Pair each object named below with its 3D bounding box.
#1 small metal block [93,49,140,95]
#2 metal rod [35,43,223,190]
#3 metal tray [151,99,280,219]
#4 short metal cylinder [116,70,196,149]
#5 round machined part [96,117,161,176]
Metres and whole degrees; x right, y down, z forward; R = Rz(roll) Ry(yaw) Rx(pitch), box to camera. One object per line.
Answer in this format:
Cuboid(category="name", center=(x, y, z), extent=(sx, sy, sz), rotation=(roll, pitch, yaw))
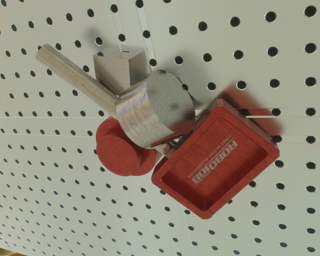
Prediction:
Cuboid(category="small metal block", center=(-0.054, -0.070, 0.395), extent=(0.050, 0.025, 0.050), rotation=(12, 124, 21))
Cuboid(category="metal rod", center=(-0.026, -0.003, 0.400), extent=(0.301, 0.025, 0.025), rotation=(38, 129, -8))
Cuboid(category="metal tray", center=(0.063, 0.041, 0.372), extent=(0.090, 0.030, 0.129), rotation=(37, 114, -7))
Cuboid(category="short metal cylinder", center=(-0.004, -0.021, 0.363), extent=(0.050, 0.080, 0.080), rotation=(-28, 103, 37))
Cuboid(category="round machined part", center=(-0.051, 0.030, 0.443), extent=(0.098, 0.042, 0.097), rotation=(13, 124, 20))
